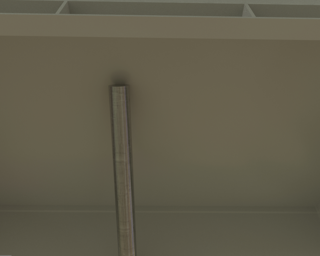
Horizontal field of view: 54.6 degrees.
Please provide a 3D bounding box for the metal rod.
[{"bbox_3d":[-0.046,0.093,0.406,0.025,0.025,0.298,-1,105,1],"label":"metal rod"}]
